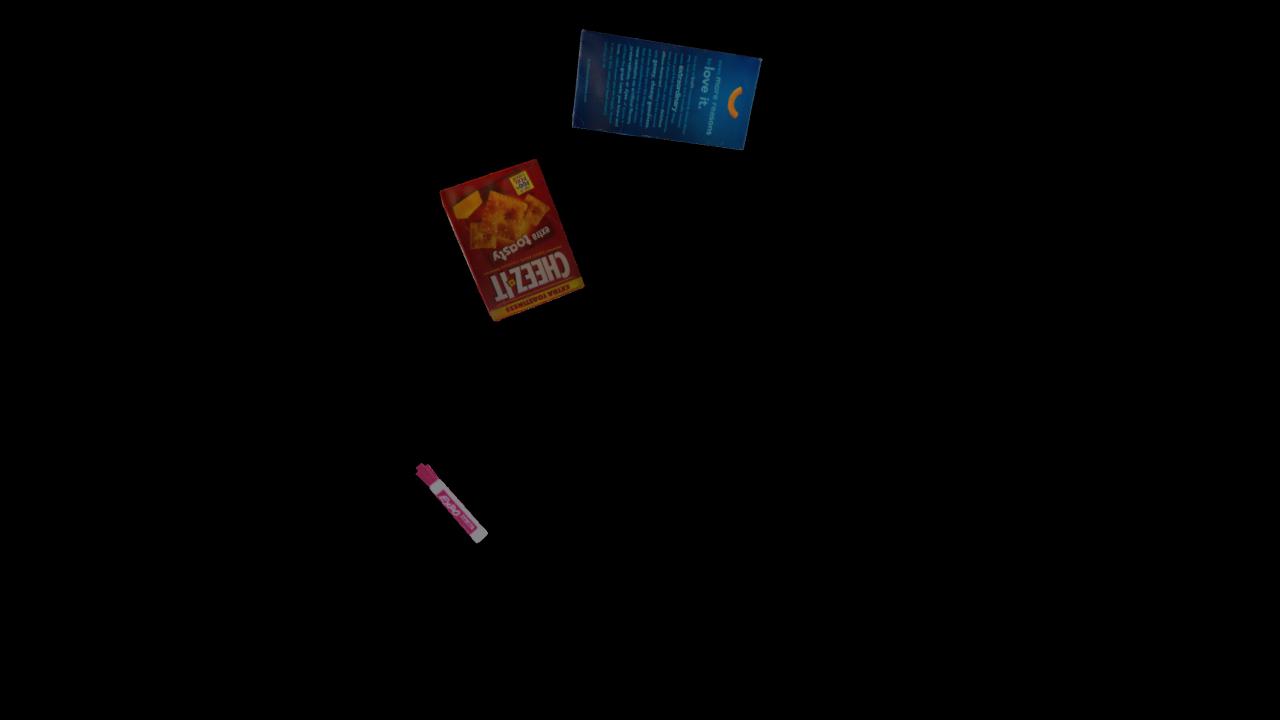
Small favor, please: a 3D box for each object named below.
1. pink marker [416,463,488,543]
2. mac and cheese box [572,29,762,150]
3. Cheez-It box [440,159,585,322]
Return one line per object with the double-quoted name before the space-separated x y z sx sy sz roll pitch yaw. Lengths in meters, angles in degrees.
"pink marker" -0.234 0.176 0.762 0.020 0.121 0.020 -38 6 5
"mac and cheese box" 0.025 -0.279 0.640 0.184 0.093 0.041 5 23 -9
"Cheez-It box" -0.209 -0.194 1.014 0.166 0.223 0.071 -23 12 -12
